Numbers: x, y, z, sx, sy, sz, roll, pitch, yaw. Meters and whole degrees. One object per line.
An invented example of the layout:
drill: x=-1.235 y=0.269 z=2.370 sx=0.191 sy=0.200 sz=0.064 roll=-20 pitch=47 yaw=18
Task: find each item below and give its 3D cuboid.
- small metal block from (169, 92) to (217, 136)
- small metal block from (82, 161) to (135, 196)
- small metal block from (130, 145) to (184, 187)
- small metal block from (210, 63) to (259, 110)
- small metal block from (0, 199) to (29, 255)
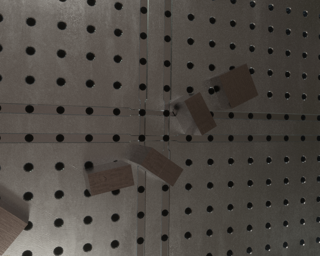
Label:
small metal block: x=0.043 y=-0.018 z=0.417 sx=0.025 sy=0.050 sz=0.050 roll=-31 pitch=101 yaw=-17
small metal block: x=-0.064 y=0.059 z=0.377 sx=0.050 sy=0.050 sz=0.025 roll=-11 pitch=94 yaw=-20
small metal block: x=-0.005 y=0.047 z=0.398 sx=0.050 sy=0.050 sz=0.025 roll=36 pitch=78 yaw=-17
small metal block: x=0.109 y=-0.060 z=0.454 sx=0.050 sy=0.025 sz=0.050 roll=-26 pitch=99 yaw=-18
small metal block: x=-0.185 y=0.111 z=0.345 sx=0.050 sy=0.025 sz=0.050 roll=41 pitch=77 yaw=-16
